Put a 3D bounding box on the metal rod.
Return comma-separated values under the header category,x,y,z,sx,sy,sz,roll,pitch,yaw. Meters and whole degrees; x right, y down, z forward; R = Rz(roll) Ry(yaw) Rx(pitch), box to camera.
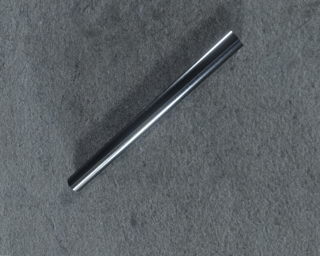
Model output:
category,x,y,z,sx,sy,sz,roll,pitch,yaw
metal rod,-0.016,-0.014,0.413,0.299,0.025,0.025,-41,77,15
